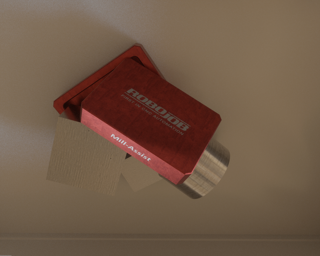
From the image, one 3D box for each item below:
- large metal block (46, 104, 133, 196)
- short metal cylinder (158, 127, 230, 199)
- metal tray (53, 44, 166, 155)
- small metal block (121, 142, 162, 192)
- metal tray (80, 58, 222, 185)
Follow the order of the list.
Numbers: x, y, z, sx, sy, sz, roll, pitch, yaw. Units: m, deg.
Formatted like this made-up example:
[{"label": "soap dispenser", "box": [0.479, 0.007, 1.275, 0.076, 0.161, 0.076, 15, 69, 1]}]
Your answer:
[{"label": "large metal block", "box": [-0.081, 0.025, 0.370, 0.080, 0.050, 0.079, 15, 109, -6]}, {"label": "short metal cylinder", "box": [0.043, 0.043, 0.398, 0.050, 0.080, 0.080, 38, 106, -13]}, {"label": "metal tray", "box": [-0.054, -0.034, 0.393, 0.130, 0.030, 0.090, -32, 107, 10]}, {"label": "small metal block", "box": [-0.025, 0.053, 0.429, 0.050, 0.025, 0.050, -27, 108, 9]}, {"label": "metal tray", "box": [-0.008, -0.011, 0.340, 0.130, 0.090, 0.030, 33, 145, 3]}]
